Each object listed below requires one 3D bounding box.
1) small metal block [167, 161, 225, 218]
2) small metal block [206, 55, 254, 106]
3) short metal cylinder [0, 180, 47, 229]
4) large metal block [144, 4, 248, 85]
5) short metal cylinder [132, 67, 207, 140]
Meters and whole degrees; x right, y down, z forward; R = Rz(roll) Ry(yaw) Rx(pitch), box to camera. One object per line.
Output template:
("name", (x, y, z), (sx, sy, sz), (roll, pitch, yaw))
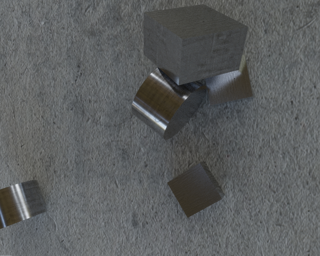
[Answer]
("small metal block", (0.046, 0.077, 0.393), (0.050, 0.025, 0.050), (-34, 79, 16))
("small metal block", (0.084, -0.056, 0.379), (0.050, 0.025, 0.050), (-11, 86, 19))
("short metal cylinder", (-0.214, 0.114, 0.455), (0.080, 0.080, 0.050), (-23, 83, 18))
("large metal block", (0.036, -0.097, 0.346), (0.080, 0.081, 0.050), (49, 147, 42))
("short metal cylinder", (0.012, -0.032, 0.376), (0.050, 0.080, 0.080), (39, 102, 16))
